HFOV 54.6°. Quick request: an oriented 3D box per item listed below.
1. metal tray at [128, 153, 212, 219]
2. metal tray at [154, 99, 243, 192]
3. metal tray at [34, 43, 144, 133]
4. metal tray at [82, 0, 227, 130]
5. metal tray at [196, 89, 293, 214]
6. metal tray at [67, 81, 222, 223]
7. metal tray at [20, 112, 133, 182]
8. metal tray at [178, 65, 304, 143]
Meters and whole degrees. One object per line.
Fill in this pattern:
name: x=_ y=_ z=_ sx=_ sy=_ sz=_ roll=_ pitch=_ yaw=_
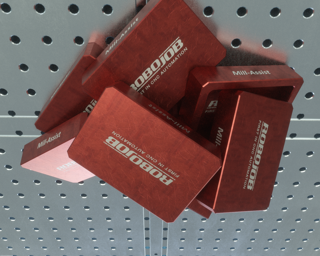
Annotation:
metal tray: x=0.005 y=0.068 z=0.408 sx=0.090 sy=0.130 sz=0.030 roll=35 pitch=80 yaw=-27
metal tray: x=0.050 y=0.021 z=0.388 sx=0.130 sy=0.090 sz=0.030 roll=37 pitch=121 yaw=-26
metal tray: x=-0.083 y=-0.028 z=0.383 sx=0.090 sy=0.030 sz=0.129 roll=31 pitch=123 yaw=-24
metal tray: x=-0.007 y=-0.066 z=0.327 sx=0.130 sy=0.030 sz=0.090 roll=-43 pitch=121 yaw=14
metal tray: x=0.097 y=0.028 z=0.349 sx=0.091 sy=0.030 sz=0.129 roll=8 pitch=97 yaw=-33
metal tray: x=-0.016 y=0.025 z=0.314 sx=0.130 sy=0.030 sz=0.090 roll=35 pitch=110 yaw=-3
metal tray: x=-0.105 y=0.031 z=0.404 sx=0.130 sy=0.030 sz=0.090 roll=-24 pitch=143 yaw=33
metal tray: x=0.090 y=-0.025 z=0.358 sx=0.131 sy=0.030 sz=0.089 roll=-6 pitch=133 yaw=-22
